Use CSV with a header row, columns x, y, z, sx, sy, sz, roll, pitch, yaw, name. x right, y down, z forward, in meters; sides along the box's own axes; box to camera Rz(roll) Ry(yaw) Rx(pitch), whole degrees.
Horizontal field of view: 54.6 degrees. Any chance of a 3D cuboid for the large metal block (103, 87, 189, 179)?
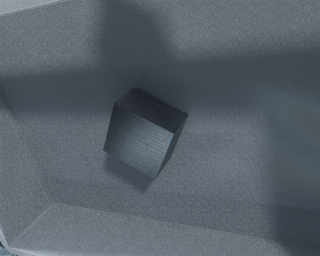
x,y,z,sx,sy,sz,roll,pitch,yaw,name
-0.020,0.007,0.403,0.080,0.050,0.079,28,127,10,large metal block
